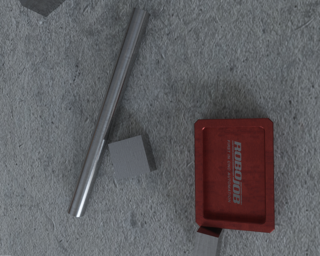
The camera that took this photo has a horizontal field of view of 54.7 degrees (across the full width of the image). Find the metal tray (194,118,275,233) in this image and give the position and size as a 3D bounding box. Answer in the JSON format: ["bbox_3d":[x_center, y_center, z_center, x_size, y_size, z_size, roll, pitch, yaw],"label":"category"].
[{"bbox_3d":[0.090,0.054,0.374,0.090,0.030,0.129,-1,90,19],"label":"metal tray"}]

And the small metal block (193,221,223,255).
[{"bbox_3d":[0.058,0.145,0.375,0.025,0.050,0.050,10,93,19],"label":"small metal block"}]

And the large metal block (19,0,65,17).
[{"bbox_3d":[-0.173,-0.227,0.455,0.080,0.050,0.080,-33,80,16],"label":"large metal block"}]

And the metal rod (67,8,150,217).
[{"bbox_3d":[-0.074,-0.017,0.433,0.025,0.025,0.298,21,97,18],"label":"metal rod"}]

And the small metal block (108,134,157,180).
[{"bbox_3d":[-0.037,0.039,0.421,0.050,0.025,0.050,-16,85,19],"label":"small metal block"}]
